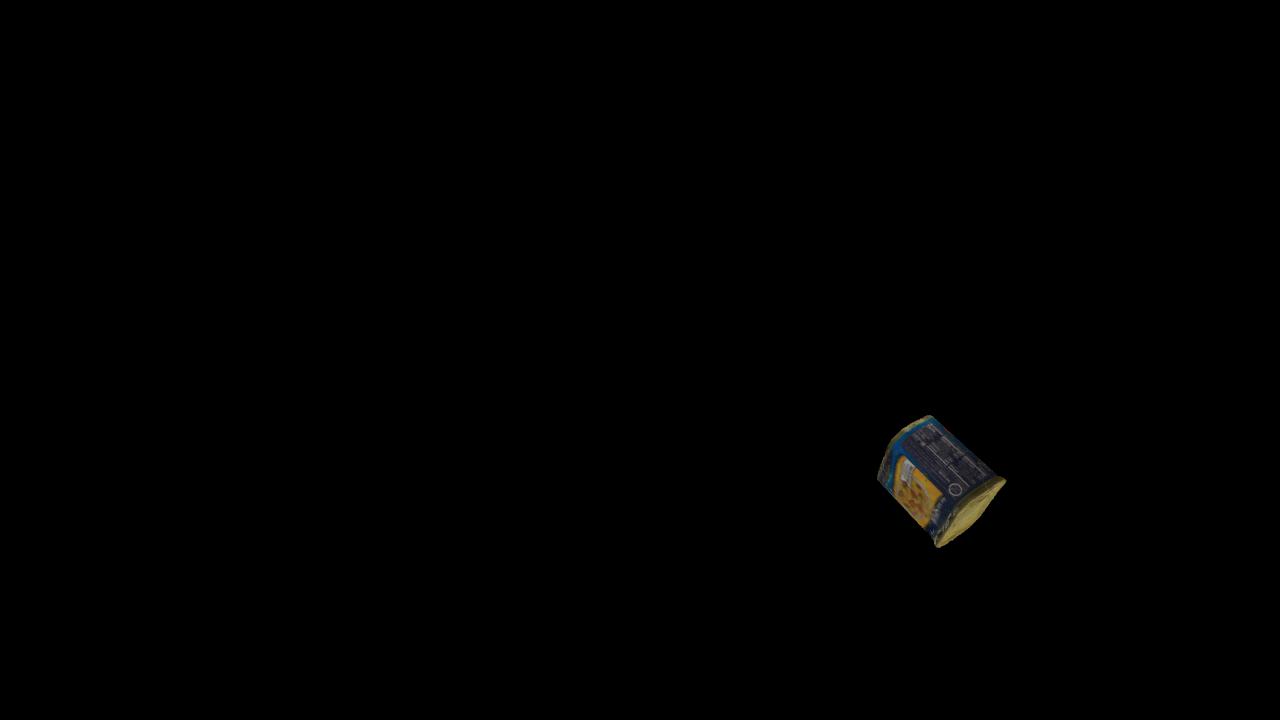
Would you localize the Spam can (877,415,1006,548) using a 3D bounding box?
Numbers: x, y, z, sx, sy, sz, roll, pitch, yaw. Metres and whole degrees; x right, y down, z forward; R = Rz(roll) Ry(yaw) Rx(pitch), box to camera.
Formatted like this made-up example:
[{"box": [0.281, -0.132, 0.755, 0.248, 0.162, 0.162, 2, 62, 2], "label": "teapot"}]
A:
[{"box": [0.277, 0.114, 0.579, 0.058, 0.085, 0.101, -28, -37, -13], "label": "Spam can"}]
